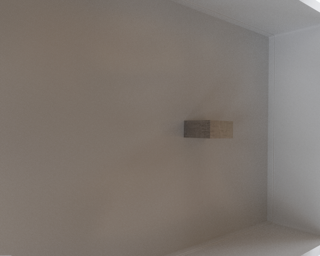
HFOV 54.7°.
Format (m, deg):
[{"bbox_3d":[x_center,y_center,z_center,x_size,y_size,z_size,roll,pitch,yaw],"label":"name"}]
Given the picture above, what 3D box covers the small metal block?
[{"bbox_3d":[0.071,0.002,0.452,0.050,0.050,0.025,1,90,-40],"label":"small metal block"}]
